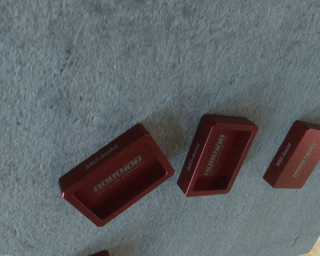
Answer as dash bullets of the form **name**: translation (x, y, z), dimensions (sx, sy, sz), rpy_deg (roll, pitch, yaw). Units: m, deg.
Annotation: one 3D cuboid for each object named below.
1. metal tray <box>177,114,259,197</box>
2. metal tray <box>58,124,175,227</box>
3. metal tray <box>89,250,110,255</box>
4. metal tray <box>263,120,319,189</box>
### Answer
- **metal tray**: translation (0.088, 0.045, 0.481), dimensions (0.091, 0.030, 0.129), rpy_deg (3, 117, -30)
- **metal tray**: translation (-0.054, 0.065, 0.415), dimensions (0.130, 0.030, 0.090), rpy_deg (-36, 129, -5)
- **metal tray**: translation (-0.120, 0.266, 0.504), dimensions (0.091, 0.030, 0.129), rpy_deg (-13, 124, -21)
- **metal tray**: translation (0.261, 0.053, 0.583), dimensions (0.091, 0.030, 0.129), rpy_deg (8, 114, -32)
